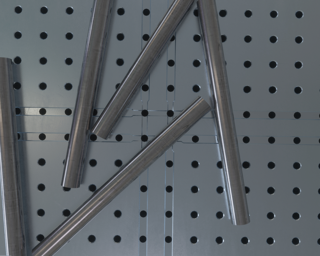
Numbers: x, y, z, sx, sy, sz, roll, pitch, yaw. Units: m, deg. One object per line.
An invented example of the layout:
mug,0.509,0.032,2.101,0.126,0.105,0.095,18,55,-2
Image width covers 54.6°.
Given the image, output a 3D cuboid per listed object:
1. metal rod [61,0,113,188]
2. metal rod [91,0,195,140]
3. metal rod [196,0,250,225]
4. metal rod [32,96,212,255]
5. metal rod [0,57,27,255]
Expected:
metal rod,-0.093,-0.070,0.412,0.025,0.025,0.299,10,90,0
metal rod,-0.001,-0.117,0.413,0.025,0.025,0.299,32,90,0
metal rod,0.084,-0.022,0.413,0.025,0.025,0.298,-9,90,0
metal rod,-0.050,0.068,0.413,0.300,0.025,0.025,-43,90,0
metal rod,-0.199,0.058,0.412,0.025,0.025,0.298,-4,90,0
